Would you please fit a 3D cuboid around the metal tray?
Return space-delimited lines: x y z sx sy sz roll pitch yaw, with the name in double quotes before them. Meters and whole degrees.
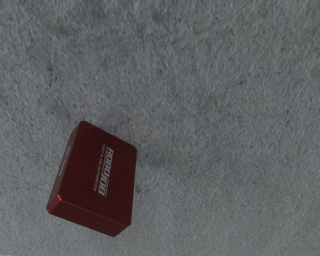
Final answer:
"metal tray" -0.077 0.059 0.387 0.090 0.130 0.030 30 124 -23
